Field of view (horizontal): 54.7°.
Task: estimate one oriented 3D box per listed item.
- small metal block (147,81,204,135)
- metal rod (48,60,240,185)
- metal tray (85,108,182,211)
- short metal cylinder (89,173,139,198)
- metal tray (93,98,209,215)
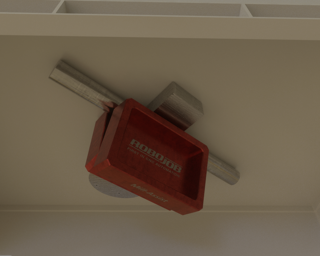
[{"bbox_3d":[0.018,-0.022,0.389,0.050,0.025,0.050,33,122,-26],"label":"small metal block"},{"bbox_3d":[-0.003,0.005,0.413,0.301,0.025,0.025,32,123,-25],"label":"metal rod"},{"bbox_3d":[-0.025,0.040,0.399,0.131,0.090,0.030,32,123,-25],"label":"metal tray"},{"bbox_3d":[-0.052,0.055,0.429,0.080,0.050,0.080,4,137,4],"label":"short metal cylinder"},{"bbox_3d":[-0.003,0.035,0.361,0.131,0.090,0.030,32,140,-25],"label":"metal tray"}]
